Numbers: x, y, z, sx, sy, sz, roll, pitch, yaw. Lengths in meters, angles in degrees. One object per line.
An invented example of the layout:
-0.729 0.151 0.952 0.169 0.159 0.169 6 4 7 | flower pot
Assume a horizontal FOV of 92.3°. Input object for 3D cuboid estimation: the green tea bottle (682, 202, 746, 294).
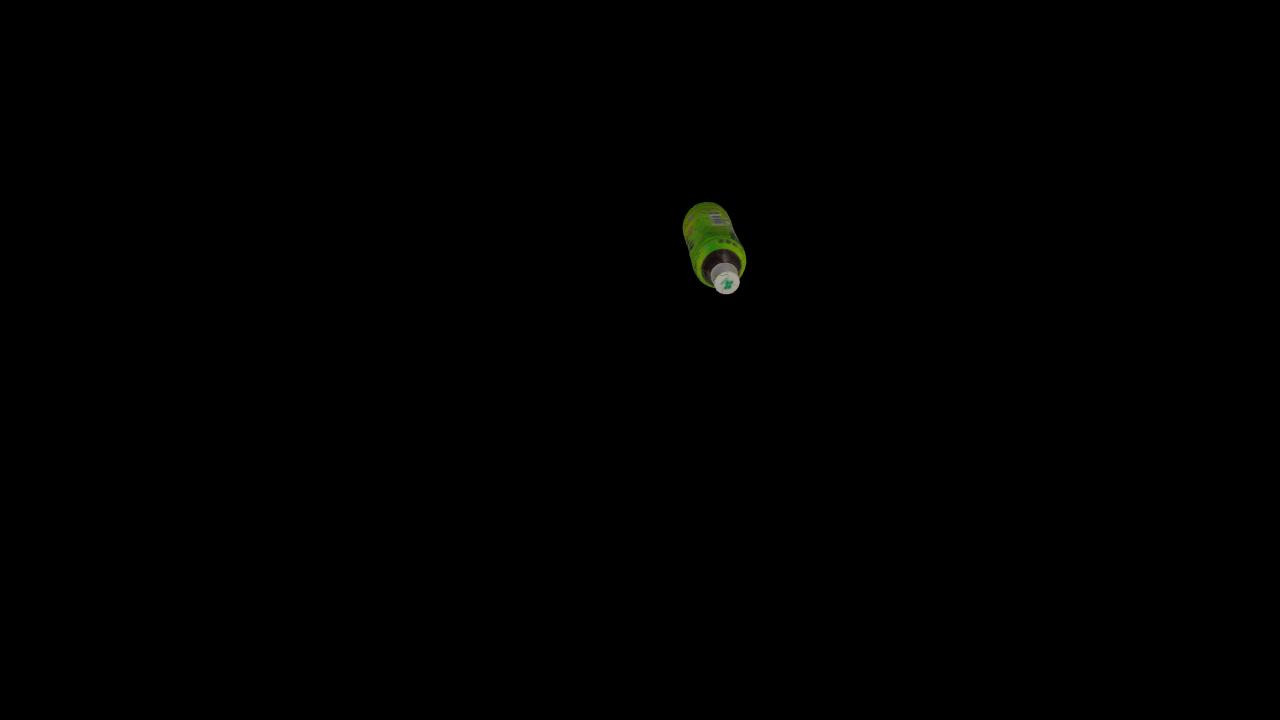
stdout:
0.099 -0.145 0.808 0.073 0.073 0.212 0 30 -1 | green tea bottle
